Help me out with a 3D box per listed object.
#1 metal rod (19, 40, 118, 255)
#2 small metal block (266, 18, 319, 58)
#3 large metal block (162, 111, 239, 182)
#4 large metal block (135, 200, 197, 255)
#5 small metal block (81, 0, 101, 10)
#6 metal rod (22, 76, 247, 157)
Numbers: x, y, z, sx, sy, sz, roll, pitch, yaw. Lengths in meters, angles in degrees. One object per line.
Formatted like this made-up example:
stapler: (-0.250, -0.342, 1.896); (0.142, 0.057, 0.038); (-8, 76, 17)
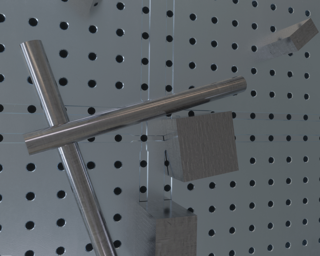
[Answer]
metal rod: (-0.104, 0.044, 0.374); (0.025, 0.025, 0.298); (-20, 97, -19)
small metal block: (0.201, -0.136, 0.473); (0.050, 0.050, 0.025); (-41, 103, -15)
large metal block: (0.054, 0.022, 0.419); (0.081, 0.050, 0.080); (-9, 93, -20)
large metal block: (0.005, 0.140, 0.385); (0.050, 0.080, 0.080); (1, 90, -20)
small metal block: (-0.089, -0.176, 0.366); (0.050, 0.050, 0.025); (46, 76, -15)
metal rod: (-0.011, -0.023, 0.392); (0.302, 0.025, 0.025); (-18, 96, -25)
